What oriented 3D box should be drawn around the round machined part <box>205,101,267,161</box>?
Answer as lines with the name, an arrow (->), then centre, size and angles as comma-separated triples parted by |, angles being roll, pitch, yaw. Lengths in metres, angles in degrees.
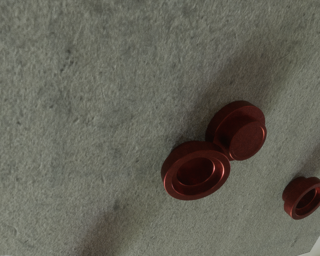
round machined part -> 0.122, 0.011, 0.472 | 0.099, 0.042, 0.097 | -14, 124, -21

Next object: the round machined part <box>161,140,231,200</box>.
round machined part -> 0.049, 0.057, 0.451 | 0.099, 0.042, 0.097 | -8, 127, -11

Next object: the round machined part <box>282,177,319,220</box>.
round machined part -> 0.298, 0.141, 0.650 | 0.099, 0.042, 0.097 | -14, 125, -21
